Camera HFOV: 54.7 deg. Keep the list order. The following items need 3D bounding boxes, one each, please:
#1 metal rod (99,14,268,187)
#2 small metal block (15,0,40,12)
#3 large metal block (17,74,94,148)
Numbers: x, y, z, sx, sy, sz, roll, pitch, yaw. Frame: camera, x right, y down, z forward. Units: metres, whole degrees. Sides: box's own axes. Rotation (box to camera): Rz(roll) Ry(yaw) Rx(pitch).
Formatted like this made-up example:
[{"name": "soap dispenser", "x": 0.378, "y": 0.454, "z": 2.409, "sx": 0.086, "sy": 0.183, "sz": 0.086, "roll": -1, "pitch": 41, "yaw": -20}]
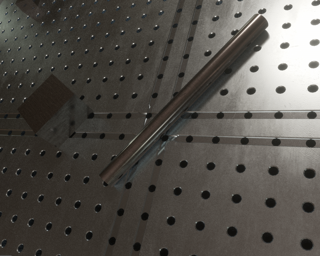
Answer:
[{"name": "metal rod", "x": 0.034, "y": -0.040, "z": 0.413, "sx": 0.300, "sy": 0.025, "sz": 0.025, "roll": -46, "pitch": 51, "yaw": -4}, {"name": "small metal block", "x": -0.327, "y": -0.325, "z": 0.775, "sx": 0.050, "sy": 0.025, "sz": 0.050, "roll": -7, "pitch": 58, "yaw": 24}, {"name": "large metal block", "x": -0.167, "y": -0.028, "z": 0.495, "sx": 0.080, "sy": 0.050, "sz": 0.080, "roll": -48, "pitch": 52, "yaw": -5}]
